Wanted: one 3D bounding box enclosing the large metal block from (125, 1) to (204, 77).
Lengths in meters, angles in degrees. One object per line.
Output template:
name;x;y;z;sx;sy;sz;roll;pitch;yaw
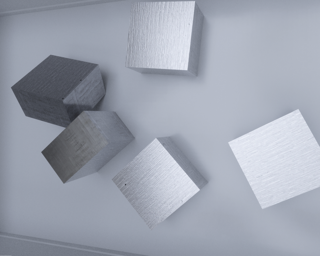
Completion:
large metal block;0.007;-0.111;0.394;0.080;0.050;0.079;7;92;19

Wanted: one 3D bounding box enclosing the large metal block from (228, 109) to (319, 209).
large metal block;0.135;0.034;0.350;0.080;0.050;0.080;-28;81;17

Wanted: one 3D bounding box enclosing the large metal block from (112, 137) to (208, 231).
large metal block;0.001;0.068;0.396;0.080;0.050;0.080;-44;77;14

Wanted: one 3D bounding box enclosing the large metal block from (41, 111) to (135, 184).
large metal block;-0.092;0.022;0.411;0.080;0.080;0.050;-41;80;15

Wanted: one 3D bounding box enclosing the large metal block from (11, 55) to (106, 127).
large metal block;-0.133;-0.051;0.420;0.080;0.080;0.050;15;138;19
